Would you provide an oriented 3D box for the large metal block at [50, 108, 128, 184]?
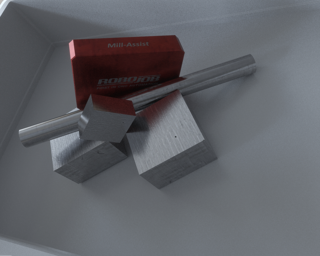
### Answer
[{"bbox_3d":[-0.101,0.017,0.426,0.080,0.050,0.080,-29,52,9],"label":"large metal block"}]

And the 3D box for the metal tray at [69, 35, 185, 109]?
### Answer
[{"bbox_3d":[-0.042,-0.068,0.390,0.131,0.089,0.030,-7,54,-14],"label":"metal tray"}]

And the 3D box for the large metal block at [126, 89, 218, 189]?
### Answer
[{"bbox_3d":[0.010,0.014,0.373,0.080,0.050,0.080,-29,52,9],"label":"large metal block"}]

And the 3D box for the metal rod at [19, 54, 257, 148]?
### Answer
[{"bbox_3d":[-0.026,-0.035,0.390,0.302,0.025,0.025,-18,53,-2],"label":"metal rod"}]

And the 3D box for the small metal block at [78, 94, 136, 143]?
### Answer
[{"bbox_3d":[-0.063,-0.010,0.363,0.050,0.050,0.025,-55,40,38],"label":"small metal block"}]
